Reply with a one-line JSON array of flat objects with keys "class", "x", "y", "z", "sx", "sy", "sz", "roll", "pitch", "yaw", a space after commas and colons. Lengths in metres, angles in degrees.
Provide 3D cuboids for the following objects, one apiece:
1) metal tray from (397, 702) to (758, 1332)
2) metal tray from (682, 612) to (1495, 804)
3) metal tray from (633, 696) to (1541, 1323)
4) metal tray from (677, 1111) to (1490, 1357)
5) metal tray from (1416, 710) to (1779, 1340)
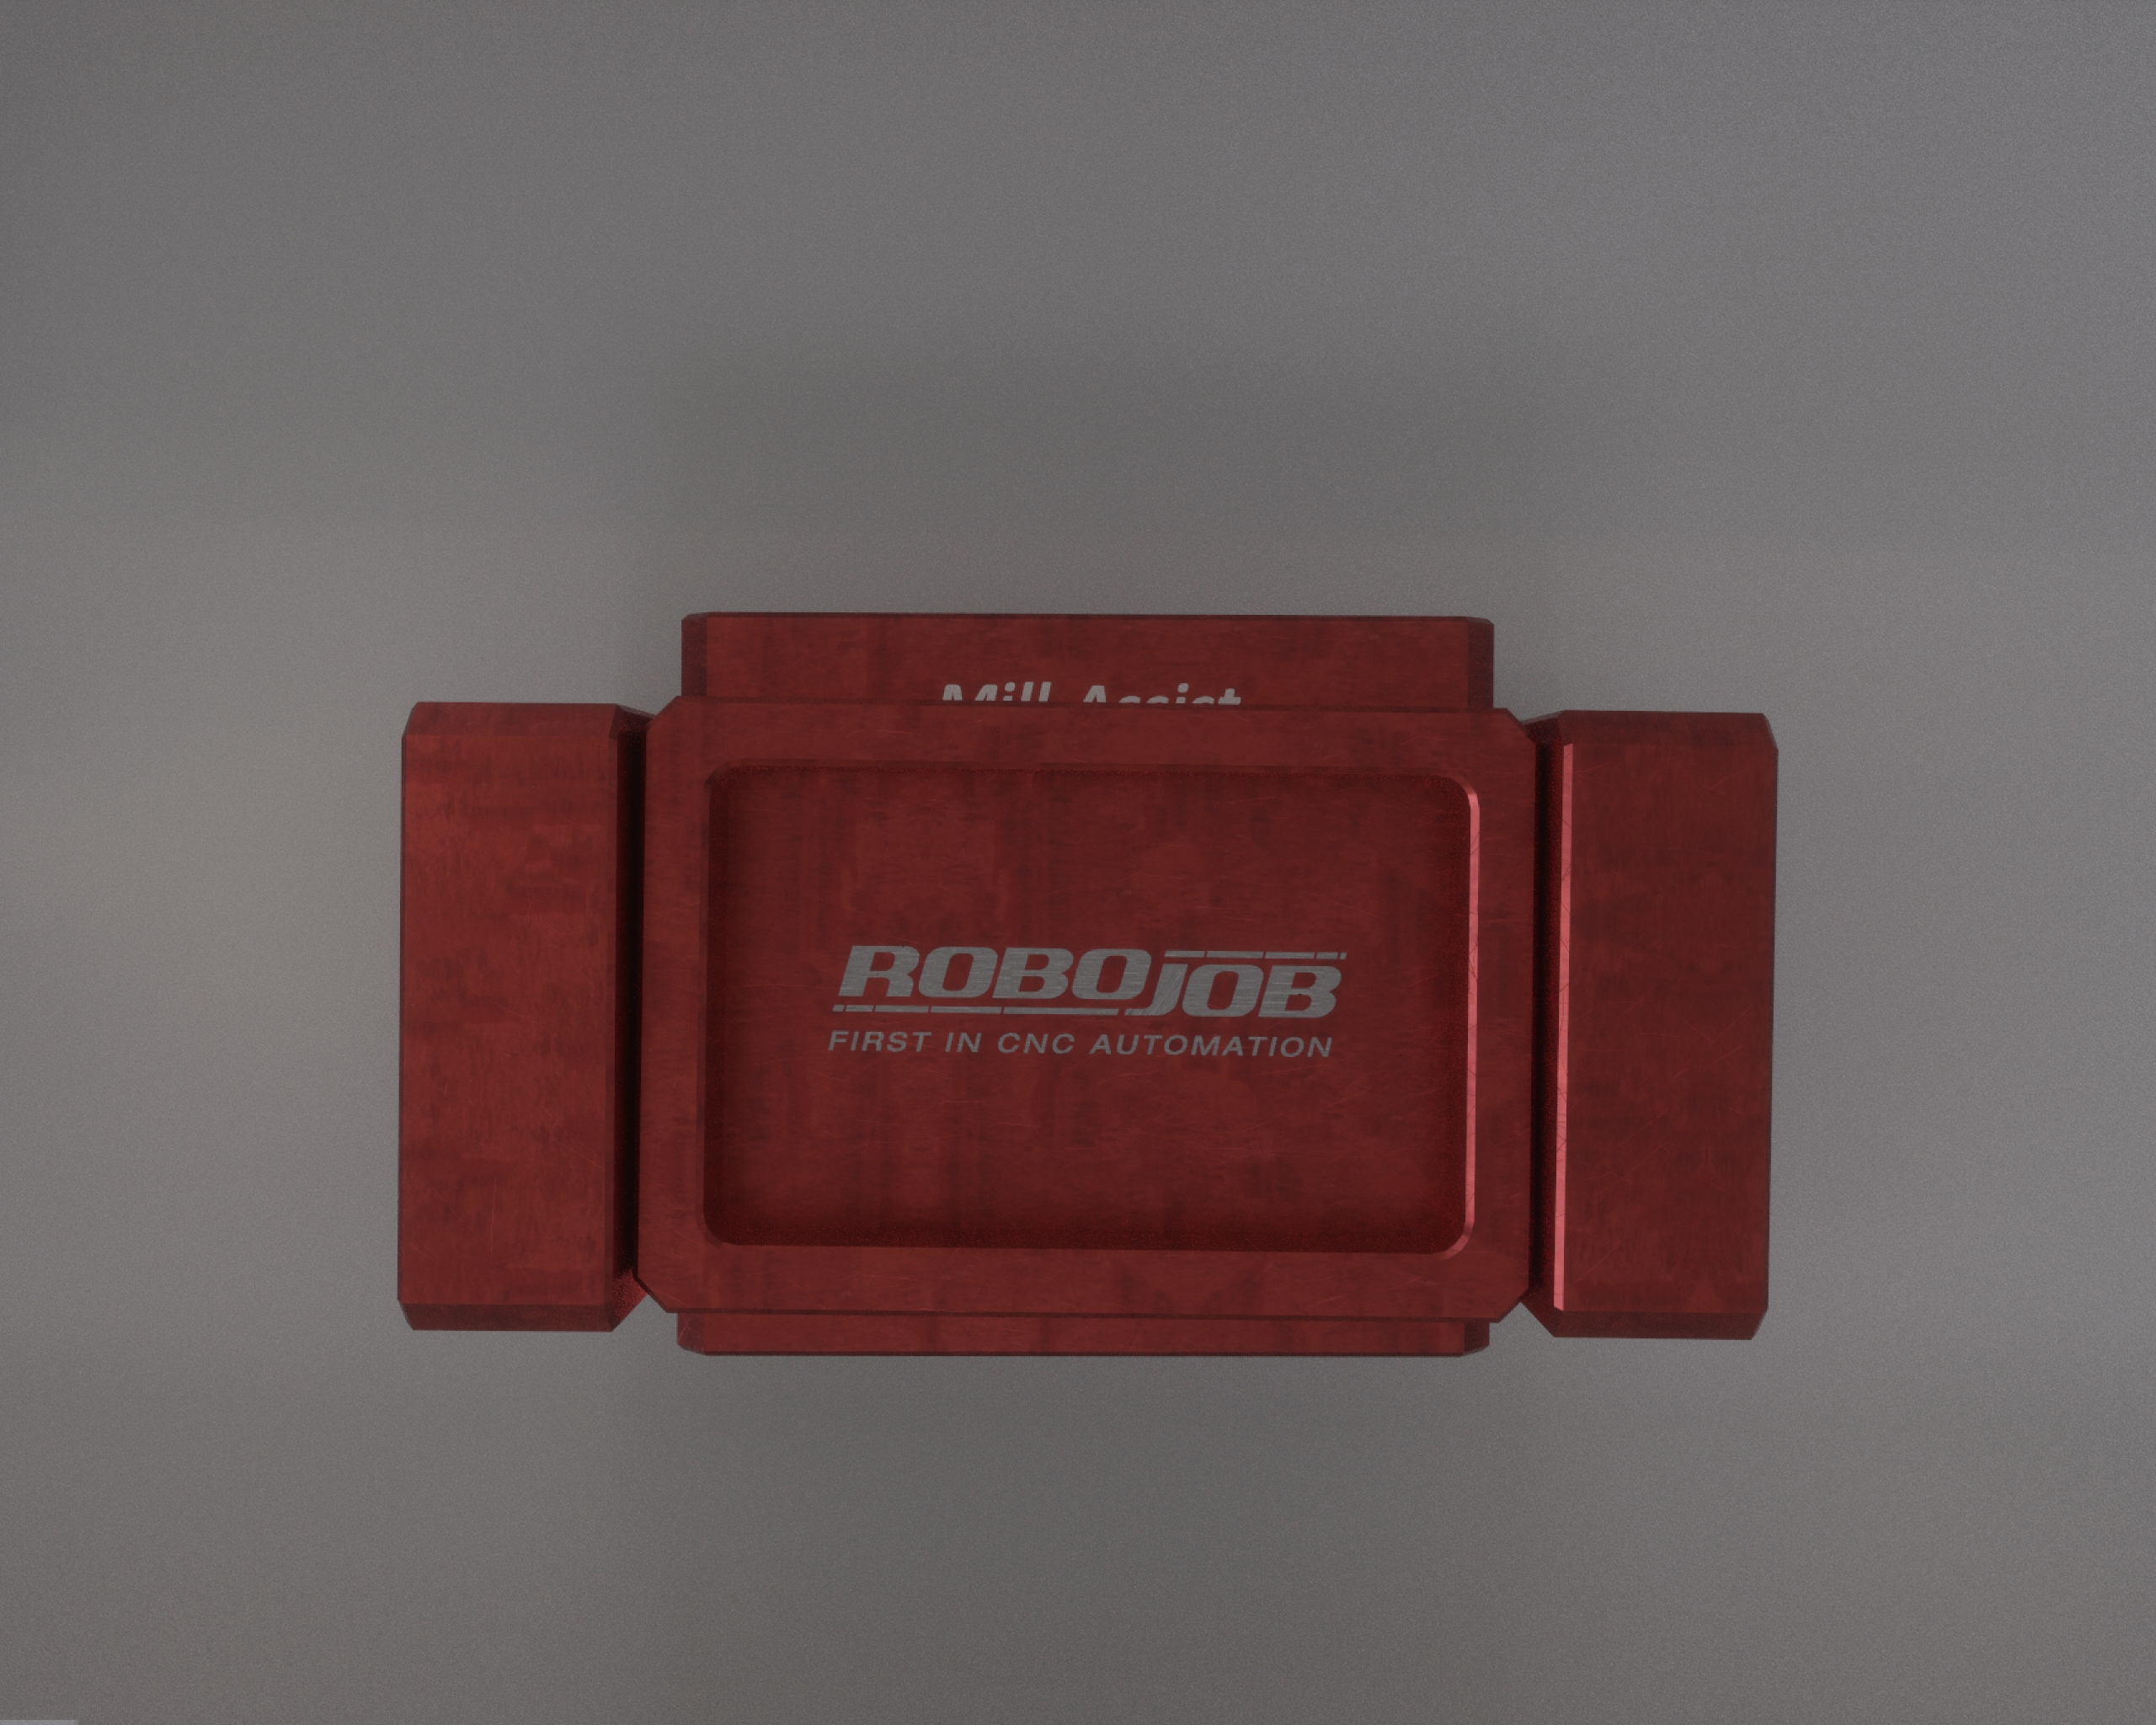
[{"class": "metal tray", "x": -0.080, "y": 0.021, "z": 0.357, "sx": 0.030, "sy": 0.130, "sz": 0.089, "roll": 1, "pitch": 91, "yaw": 0}, {"class": "metal tray", "x": 0.002, "y": -0.025, "z": 0.376, "sx": 0.131, "sy": 0.090, "sz": 0.030, "roll": 0, "pitch": 91, "yaw": 0}, {"class": "metal tray", "x": 0.001, "y": 0.021, "z": 0.317, "sx": 0.131, "sy": 0.030, "sz": 0.089, "roll": 1, "pitch": 90, "yaw": 0}, {"class": "metal tray", "x": 0.001, "y": 0.064, "z": 0.376, "sx": 0.131, "sy": 0.090, "sz": 0.030, "roll": 0, "pitch": 90, "yaw": 0}, {"class": "metal tray", "x": 0.083, "y": 0.022, "z": 0.357, "sx": 0.030, "sy": 0.130, "sz": 0.089, "roll": 1, "pitch": 91, "yaw": 0}]
